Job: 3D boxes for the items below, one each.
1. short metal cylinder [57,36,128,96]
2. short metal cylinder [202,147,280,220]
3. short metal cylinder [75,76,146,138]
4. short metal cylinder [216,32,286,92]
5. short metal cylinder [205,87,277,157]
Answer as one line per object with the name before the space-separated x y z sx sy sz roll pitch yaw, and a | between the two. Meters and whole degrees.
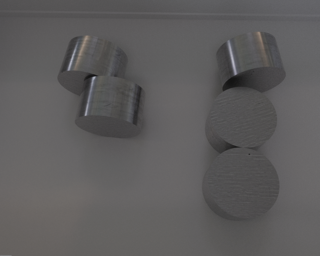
short metal cylinder | -0.087 -0.076 0.407 0.080 0.080 0.050 10 70 3
short metal cylinder | 0.094 0.069 0.372 0.081 0.050 0.080 0 70 0
short metal cylinder | -0.061 -0.024 0.389 0.080 0.080 0.050 6 71 2
short metal cylinder | 0.119 -0.082 0.411 0.081 0.080 0.050 -6 70 -2
short metal cylinder | 0.102 -0.006 0.399 0.081 0.050 0.080 0 70 0
